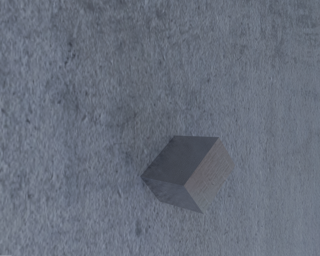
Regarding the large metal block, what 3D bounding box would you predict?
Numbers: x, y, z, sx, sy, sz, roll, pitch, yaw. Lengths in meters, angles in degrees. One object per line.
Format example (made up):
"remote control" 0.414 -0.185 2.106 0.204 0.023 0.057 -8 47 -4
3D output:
"large metal block" 0.036 0.056 0.402 0.080 0.080 0.050 -49 119 -29
